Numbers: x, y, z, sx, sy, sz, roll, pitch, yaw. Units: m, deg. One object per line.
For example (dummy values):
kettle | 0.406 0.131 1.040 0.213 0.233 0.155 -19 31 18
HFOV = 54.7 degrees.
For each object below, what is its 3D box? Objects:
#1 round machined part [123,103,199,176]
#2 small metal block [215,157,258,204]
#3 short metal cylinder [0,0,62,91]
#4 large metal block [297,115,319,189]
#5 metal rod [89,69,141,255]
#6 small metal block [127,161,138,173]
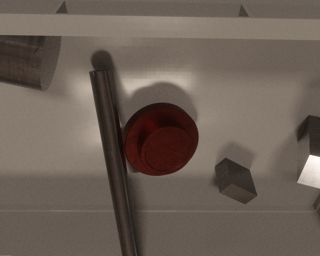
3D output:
round machined part | 0.004 0.020 0.395 0.099 0.042 0.097 -7 116 -14
small metal block | 0.112 0.079 0.462 0.050 0.050 0.025 27 125 -22
short metal cylinder | -0.132 -0.080 0.303 0.050 0.080 0.079 12 129 -10
large metal block | 0.223 0.035 0.391 0.080 0.080 0.050 13 132 14
metal rod | -0.051 0.076 0.397 0.025 0.025 0.298 -6 107 4
small metal block | -0.040 0.038 0.441 0.050 0.025 0.050 -2 130 1
